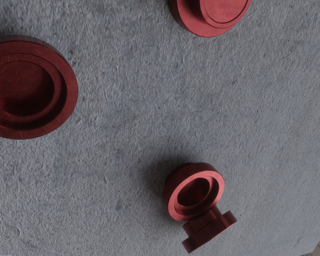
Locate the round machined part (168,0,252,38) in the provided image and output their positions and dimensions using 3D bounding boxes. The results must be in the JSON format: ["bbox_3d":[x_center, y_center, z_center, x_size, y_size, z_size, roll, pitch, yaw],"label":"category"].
[{"bbox_3d":[0.061,-0.147,0.338,0.099,0.042,0.097,-14,124,-21],"label":"round machined part"}]

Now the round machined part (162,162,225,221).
[{"bbox_3d":[0.047,0.093,0.479,0.099,0.042,0.097,-14,124,-21],"label":"round machined part"}]

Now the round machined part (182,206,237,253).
[{"bbox_3d":[0.077,0.165,0.521,0.099,0.042,0.098,-30,160,-12],"label":"round machined part"}]

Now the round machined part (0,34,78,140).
[{"bbox_3d":[-0.133,-0.041,0.298,0.099,0.042,0.097,-14,124,-21],"label":"round machined part"}]
